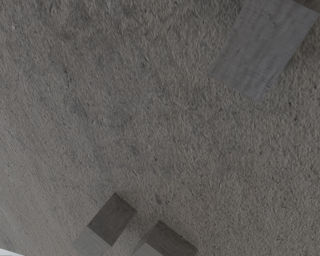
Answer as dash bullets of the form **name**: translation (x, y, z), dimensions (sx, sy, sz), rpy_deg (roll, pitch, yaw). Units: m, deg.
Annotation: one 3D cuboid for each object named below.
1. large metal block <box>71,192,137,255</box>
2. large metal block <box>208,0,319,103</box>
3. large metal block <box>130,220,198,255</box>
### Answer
- **large metal block**: translation (-0.095, 0.170, 0.526), dimensions (0.050, 0.080, 0.080), rpy_deg (40, 129, 1)
- **large metal block**: translation (0.093, -0.081, 0.272), dimensions (0.050, 0.080, 0.079), rpy_deg (30, 128, 9)
- **large metal block**: translation (0.003, 0.215, 0.522), dimensions (0.080, 0.050, 0.080), rpy_deg (37, 129, 3)
